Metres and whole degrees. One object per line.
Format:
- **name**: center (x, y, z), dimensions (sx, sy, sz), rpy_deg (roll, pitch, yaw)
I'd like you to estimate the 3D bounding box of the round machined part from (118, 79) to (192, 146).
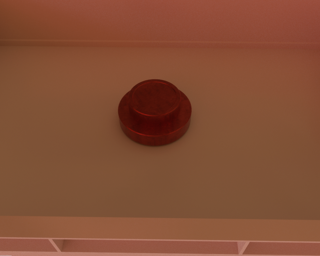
- **round machined part**: center (-0.007, -0.028, 0.414), dimensions (0.099, 0.042, 0.098), rpy_deg (0, 50, 0)
